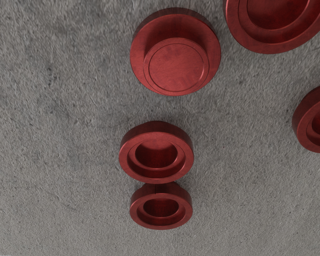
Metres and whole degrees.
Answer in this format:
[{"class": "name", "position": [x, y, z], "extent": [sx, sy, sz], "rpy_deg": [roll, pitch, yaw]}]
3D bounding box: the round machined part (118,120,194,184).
[{"class": "round machined part", "position": [-0.005, 0.029, 0.420], "extent": [0.099, 0.042, 0.097], "rpy_deg": [0, 130, 0]}]

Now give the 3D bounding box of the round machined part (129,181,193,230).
[{"class": "round machined part", "position": [0.002, 0.119, 0.497], "extent": [0.099, 0.042, 0.097], "rpy_deg": [0, 130, 0]}]

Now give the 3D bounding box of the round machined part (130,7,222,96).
[{"class": "round machined part", "position": [0.017, -0.074, 0.333], "extent": [0.099, 0.042, 0.097], "rpy_deg": [0, 130, 0]}]

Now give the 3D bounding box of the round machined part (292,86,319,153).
[{"class": "round machined part", "position": [0.214, -0.017, 0.383], "extent": [0.099, 0.042, 0.097], "rpy_deg": [0, 130, 0]}]

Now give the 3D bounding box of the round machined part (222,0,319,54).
[{"class": "round machined part", "position": [0.108, -0.123, 0.292], "extent": [0.099, 0.042, 0.097], "rpy_deg": [0, 130, 0]}]
